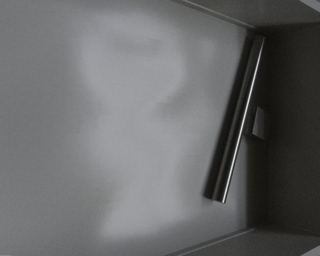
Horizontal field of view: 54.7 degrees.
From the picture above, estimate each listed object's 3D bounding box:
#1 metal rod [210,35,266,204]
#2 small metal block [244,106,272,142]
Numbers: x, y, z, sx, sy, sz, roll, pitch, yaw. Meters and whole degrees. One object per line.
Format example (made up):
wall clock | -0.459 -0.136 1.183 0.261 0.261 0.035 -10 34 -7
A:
metal rod | 0.135 -0.023 0.522 0.025 0.025 0.299 29 72 -37
small metal block | 0.173 -0.007 0.555 0.050 0.025 0.050 23 75 -38
